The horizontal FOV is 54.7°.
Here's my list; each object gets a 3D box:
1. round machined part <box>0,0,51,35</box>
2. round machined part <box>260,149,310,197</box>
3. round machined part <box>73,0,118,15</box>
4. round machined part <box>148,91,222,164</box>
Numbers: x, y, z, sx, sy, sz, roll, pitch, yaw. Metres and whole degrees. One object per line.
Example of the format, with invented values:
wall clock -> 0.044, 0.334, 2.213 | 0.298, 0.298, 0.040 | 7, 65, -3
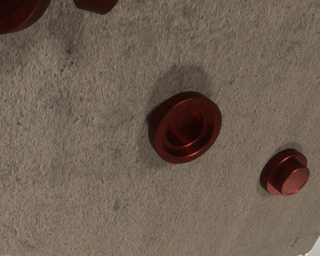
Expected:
round machined part -> -0.127, -0.122, 0.234 | 0.099, 0.042, 0.097 | 1, 112, 3
round machined part -> 0.243, 0.091, 0.588 | 0.099, 0.042, 0.097 | -14, 125, -21
round machined part -> -0.056, -0.143, 0.241 | 0.042, 0.098, 0.097 | 4, 116, -31
round machined part -> 0.029, -0.004, 0.411 | 0.099, 0.042, 0.097 | -14, 125, -21
